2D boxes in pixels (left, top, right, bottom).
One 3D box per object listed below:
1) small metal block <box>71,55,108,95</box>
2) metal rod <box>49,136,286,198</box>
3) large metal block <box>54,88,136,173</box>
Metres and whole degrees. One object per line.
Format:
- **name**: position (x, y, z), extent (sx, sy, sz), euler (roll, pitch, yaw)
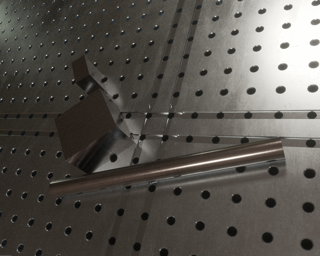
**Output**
- **small metal block**: position (-0.113, -0.080, 0.499), extent (0.025, 0.050, 0.050), euler (-30, 52, 9)
- **metal rod**: position (-0.008, 0.053, 0.378), extent (0.301, 0.025, 0.025), euler (-13, 56, 20)
- **large metal block**: position (-0.093, 0.004, 0.437), extent (0.080, 0.050, 0.080), euler (-34, 52, 5)
